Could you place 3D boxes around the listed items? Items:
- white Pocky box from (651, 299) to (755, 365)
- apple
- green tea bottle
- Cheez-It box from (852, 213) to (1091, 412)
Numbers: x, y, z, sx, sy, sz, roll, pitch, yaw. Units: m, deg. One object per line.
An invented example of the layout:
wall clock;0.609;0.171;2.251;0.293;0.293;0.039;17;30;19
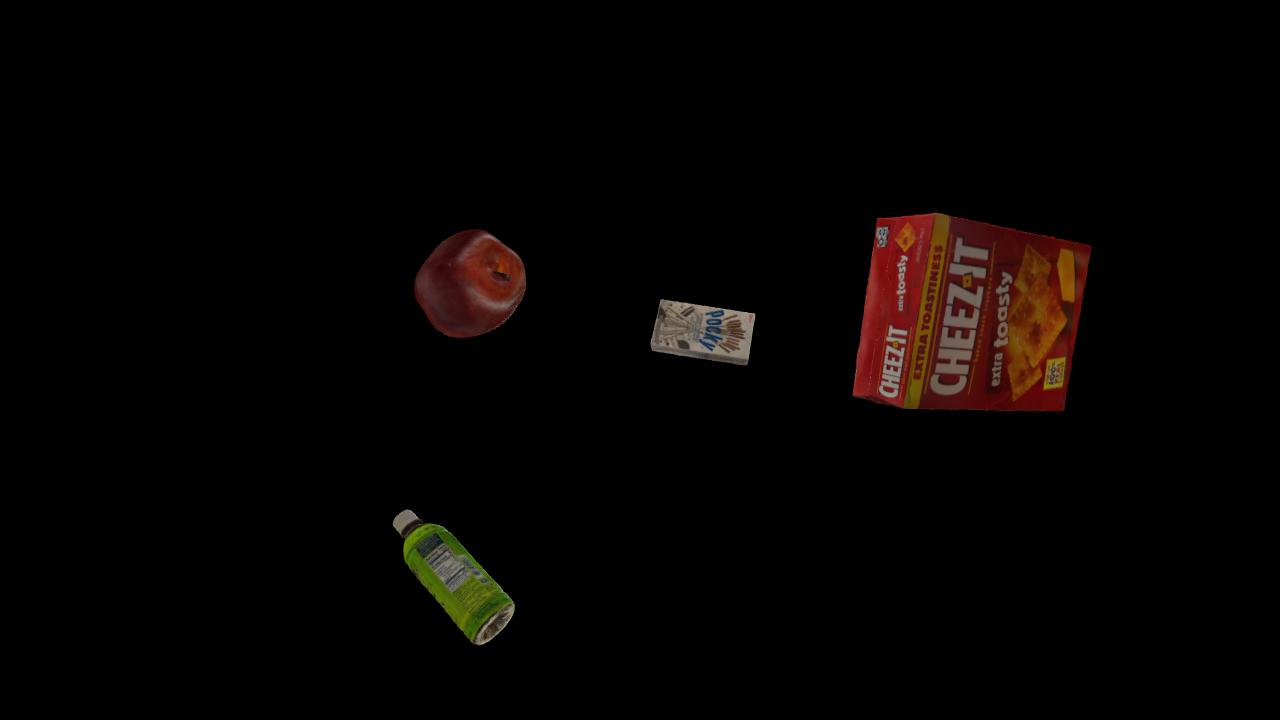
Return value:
white Pocky box;0.099;-0.044;0.970;0.154;0.084;0.028;9;-22;9
apple;-0.129;-0.055;0.464;0.093;0.079;0.079;-12;-8;41
green tea bottle;-0.258;0.279;0.823;0.212;0.073;0.073;39;19;24
Cheez-It box;0.312;-0.039;0.574;0.223;0.166;0.071;3;6;-25
